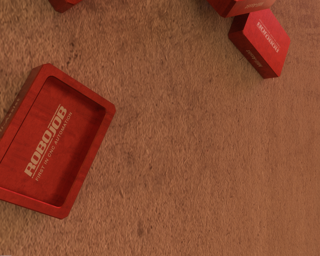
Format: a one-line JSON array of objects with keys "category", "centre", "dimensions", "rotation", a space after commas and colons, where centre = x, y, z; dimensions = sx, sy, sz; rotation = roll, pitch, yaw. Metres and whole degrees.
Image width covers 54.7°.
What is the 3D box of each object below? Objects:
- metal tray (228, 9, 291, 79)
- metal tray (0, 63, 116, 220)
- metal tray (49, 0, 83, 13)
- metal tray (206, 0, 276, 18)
[{"category": "metal tray", "centre": [0.181, -0.160, 0.552], "dimensions": [0.130, 0.030, 0.090], "rotation": [35, 68, -34]}, {"category": "metal tray", "centre": [-0.110, 0.014, 0.309], "dimensions": [0.090, 0.030, 0.130], "rotation": [34, 69, -35]}, {"category": "metal tray", "centre": [-0.082, -0.195, 0.331], "dimensions": [0.131, 0.030, 0.090], "rotation": [-48, 119, -29]}, {"category": "metal tray", "centre": [0.114, -0.216, 0.466], "dimensions": [0.131, 0.030, 0.090], "rotation": [-26, 73, -37]}]
